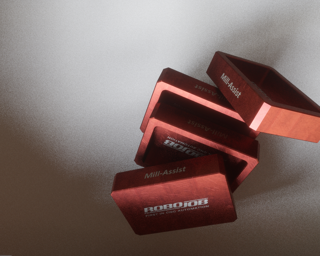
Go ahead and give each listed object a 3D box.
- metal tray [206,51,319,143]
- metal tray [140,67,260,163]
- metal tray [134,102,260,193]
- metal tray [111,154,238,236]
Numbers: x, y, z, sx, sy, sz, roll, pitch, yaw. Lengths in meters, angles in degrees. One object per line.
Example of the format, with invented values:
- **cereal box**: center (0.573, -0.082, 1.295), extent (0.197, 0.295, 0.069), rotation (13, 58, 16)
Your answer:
- **metal tray**: center (0.117, -0.039, 0.350), extent (0.091, 0.130, 0.030), rotation (10, 122, -22)
- **metal tray**: center (0.049, -0.009, 0.382), extent (0.131, 0.030, 0.089), rotation (23, 135, -1)
- **metal tray**: center (0.042, 0.031, 0.379), extent (0.131, 0.089, 0.030), rotation (22, 45, 0)
- **metal tray**: center (0.019, 0.084, 0.372), extent (0.130, 0.030, 0.090), rotation (-13, 127, 12)
